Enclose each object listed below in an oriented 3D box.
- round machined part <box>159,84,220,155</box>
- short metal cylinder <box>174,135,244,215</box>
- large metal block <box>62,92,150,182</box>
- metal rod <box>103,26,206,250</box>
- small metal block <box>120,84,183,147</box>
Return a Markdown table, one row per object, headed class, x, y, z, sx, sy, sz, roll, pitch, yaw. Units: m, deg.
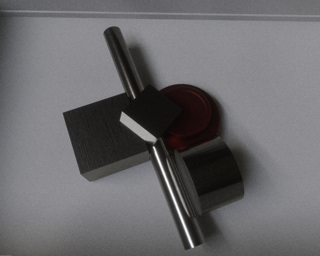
| class | x | y | z | sx | sy | sz | roll | pitch | yaw |
| --- | --- | --- | --- | --- | --- | --- | --- | --- | --- |
| round machined part | 0.030 | -0.015 | 0.404 | 0.099 | 0.042 | 0.098 | 0 | 70 | -1 |
| short metal cylinder | 0.055 | 0.054 | 0.360 | 0.050 | 0.080 | 0.080 | -20 | 72 | -7 |
| large metal block | -0.065 | 0.012 | 0.387 | 0.081 | 0.050 | 0.080 | -19 | 71 | -7 |
| metal rod | -0.014 | -0.002 | 0.386 | 0.025 | 0.025 | 0.299 | -20 | 71 | -7 |
| small metal block | -0.010 | -0.015 | 0.362 | 0.050 | 0.025 | 0.050 | 38 | 63 | 5 |
